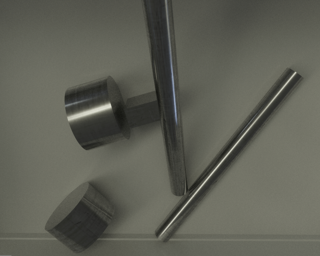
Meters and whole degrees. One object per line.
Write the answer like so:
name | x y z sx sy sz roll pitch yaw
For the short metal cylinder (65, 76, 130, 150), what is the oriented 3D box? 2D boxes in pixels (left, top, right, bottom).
short metal cylinder | -0.073 -0.018 0.375 0.050 0.080 0.080 -16 110 5

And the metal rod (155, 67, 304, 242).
metal rod | 0.086 0.048 0.430 0.025 0.025 0.299 32 107 -12

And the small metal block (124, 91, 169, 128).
small metal block | -0.015 -0.026 0.388 0.050 0.050 0.025 -15 110 5

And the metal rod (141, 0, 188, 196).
metal rod | 0.011 -0.018 0.342 0.025 0.025 0.298 -7 134 2

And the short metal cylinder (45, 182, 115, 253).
short metal cylinder | -0.109 0.122 0.425 0.080 0.080 0.050 -40 106 13
